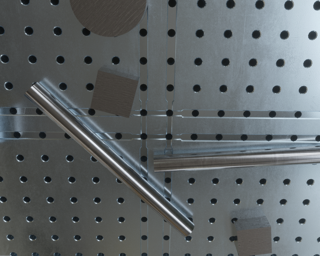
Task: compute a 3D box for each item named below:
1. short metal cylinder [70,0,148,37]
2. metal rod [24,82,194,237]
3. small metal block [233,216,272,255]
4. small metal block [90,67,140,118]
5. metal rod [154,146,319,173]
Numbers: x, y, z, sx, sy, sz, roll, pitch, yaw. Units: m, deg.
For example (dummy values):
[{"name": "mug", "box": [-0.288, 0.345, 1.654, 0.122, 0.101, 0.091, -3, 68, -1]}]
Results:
[{"name": "short metal cylinder", "box": [-0.054, -0.145, 0.346, 0.081, 0.050, 0.079, 0, 110, 0]}, {"name": "metal rod", "box": [-0.060, 0.052, 0.431, 0.025, 0.025, 0.300, -42, 105, 14]}, {"name": "small metal block", "box": [0.142, 0.167, 0.476, 0.050, 0.025, 0.050, -8, 110, 3]}, {"name": "small metal block", "box": [-0.057, -0.046, 0.396, 0.050, 0.025, 0.050, 14, 109, -6]}, {"name": "metal rod", "box": [0.143, 0.041, 0.429, 0.302, 0.025, 0.025, -3, 110, 1]}]
